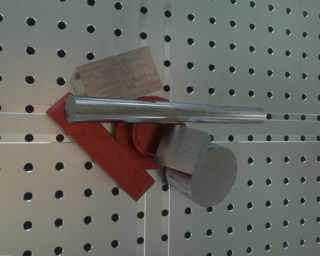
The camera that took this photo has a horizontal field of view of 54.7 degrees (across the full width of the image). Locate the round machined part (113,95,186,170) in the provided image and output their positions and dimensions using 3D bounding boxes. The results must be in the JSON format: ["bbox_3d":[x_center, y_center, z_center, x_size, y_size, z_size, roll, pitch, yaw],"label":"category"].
[{"bbox_3d":[-0.010,0.006,0.404,0.099,0.042,0.097,0,90,-21],"label":"round machined part"}]

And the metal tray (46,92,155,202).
[{"bbox_3d":[-0.071,0.021,0.352,0.030,0.090,0.130,-46,105,-14],"label":"metal tray"}]

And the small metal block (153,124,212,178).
[{"bbox_3d":[0.027,0.025,0.364,0.025,0.050,0.050,36,72,-60],"label":"small metal block"}]

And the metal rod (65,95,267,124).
[{"bbox_3d":[0.035,-0.018,0.376,0.302,0.025,0.025,0,90,-40],"label":"metal rod"}]

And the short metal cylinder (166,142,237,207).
[{"bbox_3d":[0.055,0.057,0.408,0.081,0.050,0.079,-10,108,-33],"label":"short metal cylinder"}]

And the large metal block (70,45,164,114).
[{"bbox_3d":[-0.054,-0.052,0.363,0.081,0.080,0.050,-22,98,-19],"label":"large metal block"}]
